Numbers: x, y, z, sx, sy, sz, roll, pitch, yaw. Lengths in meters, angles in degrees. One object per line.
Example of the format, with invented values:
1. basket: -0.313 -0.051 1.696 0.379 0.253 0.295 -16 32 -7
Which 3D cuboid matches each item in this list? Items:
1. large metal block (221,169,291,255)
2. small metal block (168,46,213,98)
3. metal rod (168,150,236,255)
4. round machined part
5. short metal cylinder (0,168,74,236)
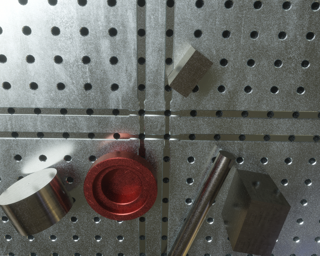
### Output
1. large metal block: 0.128 0.114 0.428 0.050 0.080 0.079 11 110 -5
2. small metal block: 0.035 -0.069 0.375 0.025 0.050 0.050 34 106 -12
3. metal rod: 0.040 0.168 0.475 0.025 0.025 0.298 20 109 -8
4. round machined part: -0.052 0.076 0.432 0.099 0.042 0.097 0 110 -1
5. short metal cylinder: -0.166 0.097 0.418 0.080 0.080 0.050 -20 109 7
